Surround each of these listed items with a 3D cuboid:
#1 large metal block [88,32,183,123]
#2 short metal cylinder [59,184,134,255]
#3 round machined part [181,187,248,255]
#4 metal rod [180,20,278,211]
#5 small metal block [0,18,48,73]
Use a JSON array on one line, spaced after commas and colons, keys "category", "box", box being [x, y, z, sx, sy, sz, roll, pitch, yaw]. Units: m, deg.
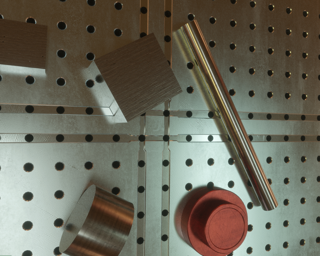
[{"category": "large metal block", "box": [-0.032, -0.061, 0.388, 0.080, 0.050, 0.080, -31, 100, -18]}, {"category": "short metal cylinder", "box": [-0.073, 0.112, 0.357, 0.050, 0.080, 0.080, 31, 80, -18]}, {"category": "round machined part", "box": [0.083, 0.135, 0.436, 0.099, 0.042, 0.097, 0, 90, -21]}, {"category": "metal rod", "box": [0.104, -0.012, 0.452, 0.025, 0.025, 0.299, -29, 100, -18]}, {"category": "small metal block", "box": [-0.157, -0.093, 0.355, 0.050, 0.025, 0.050, 3, 89, -20]}]
